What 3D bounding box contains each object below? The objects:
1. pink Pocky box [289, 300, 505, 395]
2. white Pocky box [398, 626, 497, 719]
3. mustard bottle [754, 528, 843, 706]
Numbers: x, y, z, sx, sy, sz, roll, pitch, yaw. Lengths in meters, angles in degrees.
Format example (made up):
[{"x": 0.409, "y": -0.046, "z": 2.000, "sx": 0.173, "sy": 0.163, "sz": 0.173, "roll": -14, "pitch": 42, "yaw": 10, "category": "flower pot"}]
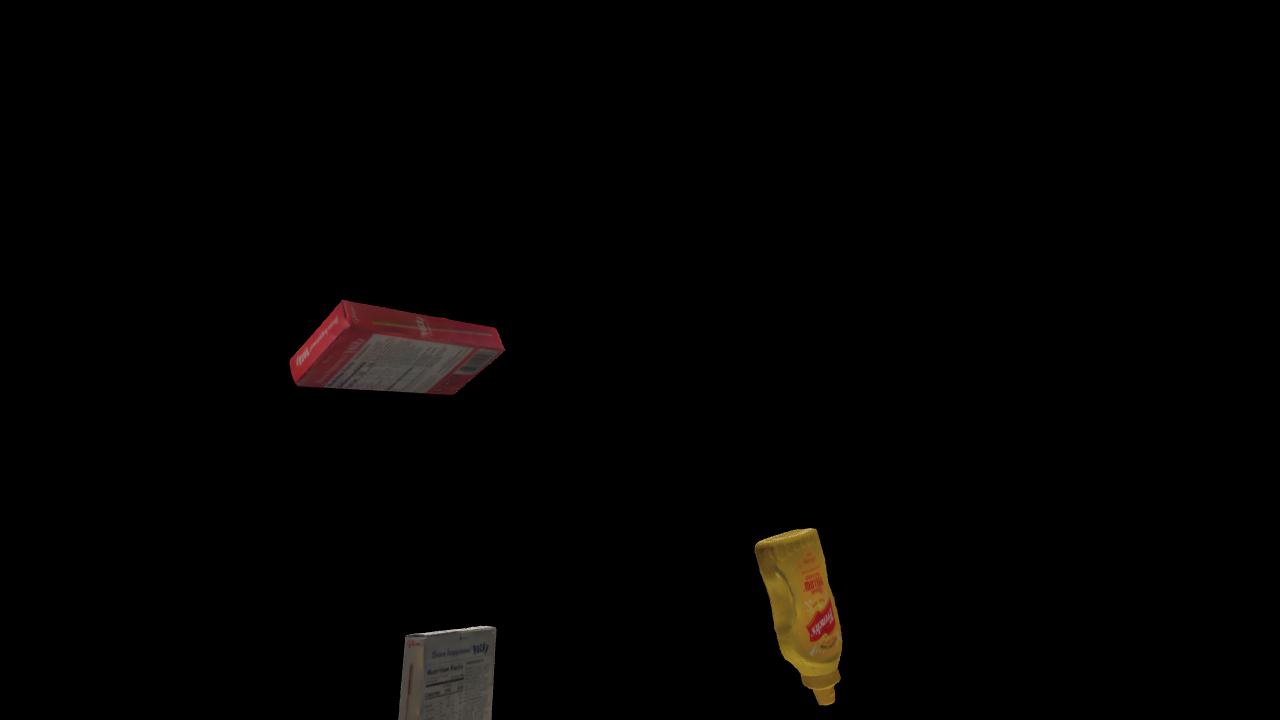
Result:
[{"x": -0.201, "y": -0.005, "z": 0.527, "sx": 0.084, "sy": 0.029, "sz": 0.155, "roll": -37, "pitch": -24, "yaw": 26, "category": "pink Pocky box"}, {"x": -0.154, "y": 0.298, "z": 0.490, "sx": 0.028, "sy": 0.154, "sz": 0.084, "roll": -12, "pitch": -22, "yaw": 27, "category": "white Pocky box"}, {"x": 0.187, "y": 0.291, "z": 0.695, "sx": 0.092, "sy": 0.184, "sz": 0.054, "roll": 0, "pitch": -16, "yaw": -45, "category": "mustard bottle"}]
